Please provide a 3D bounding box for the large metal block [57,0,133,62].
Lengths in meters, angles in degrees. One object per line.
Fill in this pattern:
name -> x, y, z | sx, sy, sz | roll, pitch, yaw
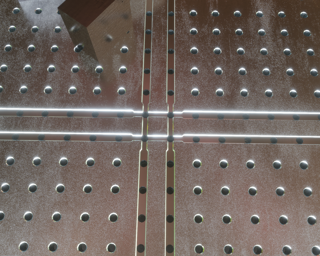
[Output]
large metal block -> -0.086, -0.155, 0.439 | 0.050, 0.080, 0.080 | 36, 74, 12

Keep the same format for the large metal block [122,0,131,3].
large metal block -> -0.048, -0.261, 0.494 | 0.080, 0.050, 0.080 | -35, 74, -12
